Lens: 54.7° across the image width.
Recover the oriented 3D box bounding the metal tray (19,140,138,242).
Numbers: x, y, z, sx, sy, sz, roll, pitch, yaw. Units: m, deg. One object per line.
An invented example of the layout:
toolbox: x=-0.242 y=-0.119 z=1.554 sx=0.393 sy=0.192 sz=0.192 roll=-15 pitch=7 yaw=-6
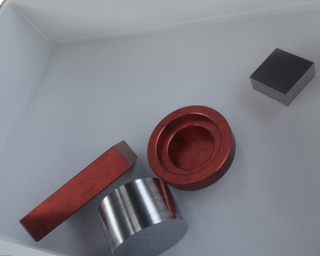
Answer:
metal tray: x=-0.089 y=0.069 z=0.367 sx=0.130 sy=0.090 sz=0.030 roll=-38 pitch=91 yaw=1

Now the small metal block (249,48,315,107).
small metal block: x=0.145 y=-0.061 z=0.367 sx=0.050 sy=0.025 sz=0.050 roll=-47 pitch=52 yaw=-5

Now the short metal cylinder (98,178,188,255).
short metal cylinder: x=-0.018 y=0.096 z=0.320 sx=0.080 sy=0.080 sz=0.050 roll=-34 pitch=52 yaw=5

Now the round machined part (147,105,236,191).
round machined part: x=0.038 y=0.026 z=0.358 sx=0.098 sy=0.042 sz=0.098 roll=-13 pitch=56 yaw=20
